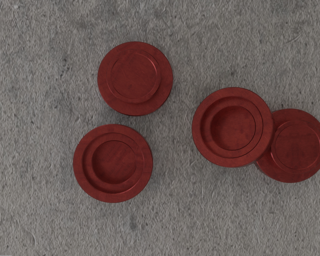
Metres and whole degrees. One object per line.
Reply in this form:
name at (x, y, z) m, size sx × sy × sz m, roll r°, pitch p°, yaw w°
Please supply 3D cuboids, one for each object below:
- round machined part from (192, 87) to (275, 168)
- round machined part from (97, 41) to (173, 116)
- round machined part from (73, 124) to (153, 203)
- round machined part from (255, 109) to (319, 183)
round machined part at (0.093, 0.001, 0.389) m, size 0.098 × 0.042 × 0.098 m, roll -5°, pitch 80°, yaw 26°
round machined part at (-0.032, -0.064, 0.401) m, size 0.099 × 0.042 × 0.097 m, roll 0°, pitch 90°, yaw 0°
round machined part at (-0.058, 0.043, 0.401) m, size 0.099 × 0.042 × 0.097 m, roll 0°, pitch 90°, yaw 0°
round machined part at (0.170, 0.023, 0.403) m, size 0.099 × 0.042 × 0.097 m, roll 0°, pitch 90°, yaw 0°
